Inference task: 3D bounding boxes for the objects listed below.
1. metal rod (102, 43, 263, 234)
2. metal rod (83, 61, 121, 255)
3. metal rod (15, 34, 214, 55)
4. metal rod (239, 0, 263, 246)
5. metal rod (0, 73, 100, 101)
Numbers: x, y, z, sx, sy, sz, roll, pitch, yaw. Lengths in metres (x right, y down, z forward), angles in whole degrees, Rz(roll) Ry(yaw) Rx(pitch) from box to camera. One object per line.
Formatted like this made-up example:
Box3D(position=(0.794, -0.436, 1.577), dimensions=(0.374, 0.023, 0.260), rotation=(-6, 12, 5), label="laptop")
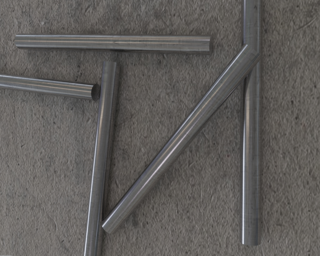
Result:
Box3D(position=(0.017, 0.026, 0.388), dimensions=(0.025, 0.025, 0.299), rotation=(43, 108, 15), label="metal rod")
Box3D(position=(-0.084, 0.057, 0.438), dimensions=(0.025, 0.025, 0.298), rotation=(7, 92, 20), label="metal rod")
Box3D(position=(-0.077, -0.119, 0.436), dimensions=(0.301, 0.025, 0.025), rotation=(7, 92, 19), label="metal rod")
Box3D(position=(0.109, -0.013, 0.370), dimensions=(0.025, 0.025, 0.298), rotation=(0, 90, 20), label="metal rod")
Box3D(position=(-0.231, -0.072, 0.490), dimensions=(0.301, 0.025, 0.025), rotation=(9, 93, 19), label="metal rod")
